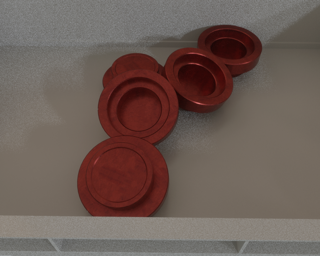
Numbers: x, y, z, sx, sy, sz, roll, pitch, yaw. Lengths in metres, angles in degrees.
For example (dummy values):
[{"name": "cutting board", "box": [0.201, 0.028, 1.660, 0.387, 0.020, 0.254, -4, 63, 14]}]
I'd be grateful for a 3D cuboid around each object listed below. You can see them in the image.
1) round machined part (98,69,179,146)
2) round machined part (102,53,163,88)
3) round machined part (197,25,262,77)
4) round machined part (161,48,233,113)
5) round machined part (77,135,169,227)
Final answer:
[{"name": "round machined part", "box": [-0.025, -0.022, 0.394, 0.099, 0.042, 0.098, -1, 80, 4]}, {"name": "round machined part", "box": [-0.035, -0.073, 0.455, 0.099, 0.042, 0.098, 0, 50, 0]}, {"name": "round machined part", "box": [0.107, -0.117, 0.492, 0.099, 0.042, 0.098, 0, 52, 0]}, {"name": "round machined part", "box": [0.049, -0.062, 0.434, 0.099, 0.042, 0.098, 9, 58, -14]}, {"name": "round machined part", "box": [-0.040, 0.053, 0.330, 0.099, 0.042, 0.098, -1, 69, 3]}]
